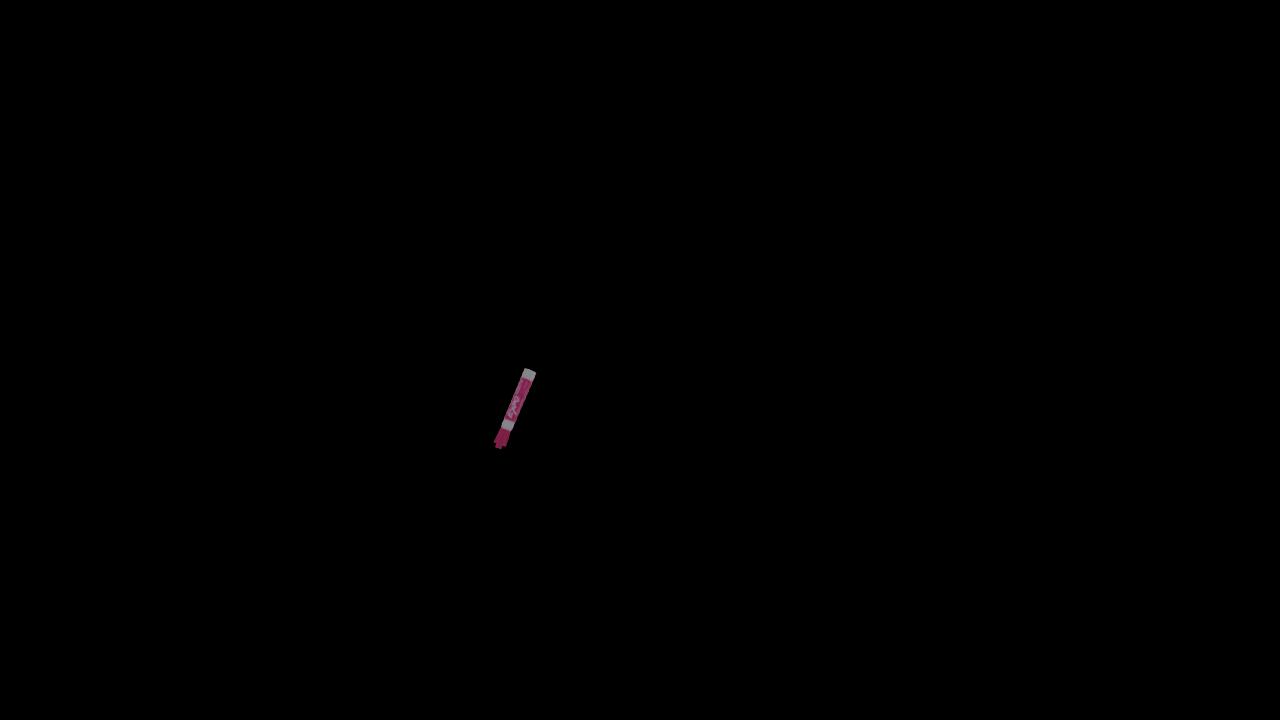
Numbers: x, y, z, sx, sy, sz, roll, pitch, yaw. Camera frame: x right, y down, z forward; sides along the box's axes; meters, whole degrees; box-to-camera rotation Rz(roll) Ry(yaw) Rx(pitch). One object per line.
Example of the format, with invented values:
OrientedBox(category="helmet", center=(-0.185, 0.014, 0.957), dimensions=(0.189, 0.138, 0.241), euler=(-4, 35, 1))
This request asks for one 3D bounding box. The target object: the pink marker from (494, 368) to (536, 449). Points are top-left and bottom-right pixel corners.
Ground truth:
OrientedBox(category="pink marker", center=(-0.181, 0.070, 0.888), dimensions=(0.020, 0.121, 0.020), euler=(19, -13, 5))
